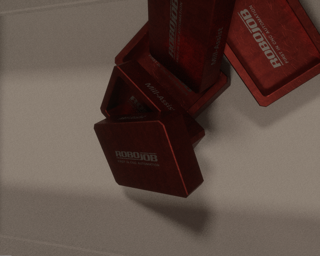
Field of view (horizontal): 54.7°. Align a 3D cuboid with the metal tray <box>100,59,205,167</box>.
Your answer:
[{"bbox_3d":[-0.015,-0.010,0.387,0.130,0.030,0.089,47,140,14],"label":"metal tray"}]

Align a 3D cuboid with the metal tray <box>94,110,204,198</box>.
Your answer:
[{"bbox_3d":[-0.018,0.029,0.367,0.130,0.030,0.090,-2,113,47],"label":"metal tray"}]

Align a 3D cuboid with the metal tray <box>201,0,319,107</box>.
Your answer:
[{"bbox_3d":[0.115,-0.100,0.343,0.090,0.030,0.130,-35,100,16],"label":"metal tray"}]

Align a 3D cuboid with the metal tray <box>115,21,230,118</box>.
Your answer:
[{"bbox_3d":[0.014,-0.074,0.402,0.090,0.030,0.130,-45,77,14],"label":"metal tray"}]

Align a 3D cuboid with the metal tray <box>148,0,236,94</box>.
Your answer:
[{"bbox_3d":[0.027,-0.108,0.326,0.030,0.129,0.090,-35,63,-21],"label":"metal tray"}]
